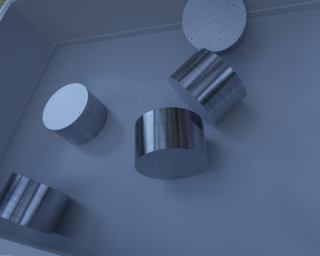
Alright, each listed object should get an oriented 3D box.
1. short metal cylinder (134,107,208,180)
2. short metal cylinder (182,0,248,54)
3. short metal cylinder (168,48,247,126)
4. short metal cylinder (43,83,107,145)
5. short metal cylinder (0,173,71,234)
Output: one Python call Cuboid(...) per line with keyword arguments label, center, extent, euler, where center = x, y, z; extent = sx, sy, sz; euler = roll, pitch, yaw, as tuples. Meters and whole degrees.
Cuboid(label="short metal cylinder", center=(0.012, 0.020, 0.352), extent=(0.080, 0.080, 0.050), euler=(-15, 56, 19))
Cuboid(label="short metal cylinder", center=(0.075, -0.140, 0.412), extent=(0.080, 0.050, 0.079), euler=(3, 101, 18))
Cuboid(label="short metal cylinder", center=(0.056, -0.048, 0.371), extent=(0.050, 0.080, 0.080), euler=(-44, 51, -2))
Cuboid(label="short metal cylinder", center=(-0.128, -0.021, 0.470), extent=(0.080, 0.050, 0.080), euler=(-13, 56, 21))
Cuboid(label="short metal cylinder", center=(-0.163, 0.097, 0.397), extent=(0.080, 0.080, 0.050), euler=(9, 67, 32))
